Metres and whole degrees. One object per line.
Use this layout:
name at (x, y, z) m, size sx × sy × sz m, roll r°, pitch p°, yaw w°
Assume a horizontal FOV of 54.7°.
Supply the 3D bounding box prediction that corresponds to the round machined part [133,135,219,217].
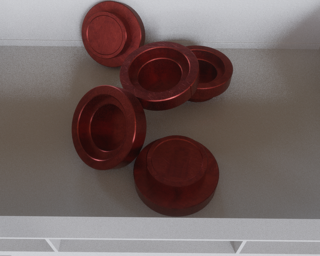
round machined part at (0.019, 0.047, 0.355) m, size 0.099 × 0.042 × 0.098 m, roll 0°, pitch 50°, yaw 0°

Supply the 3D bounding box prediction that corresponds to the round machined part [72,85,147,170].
round machined part at (-0.056, 0.000, 0.370) m, size 0.098 × 0.097 × 0.042 m, roll 40°, pitch 17°, yaw 28°

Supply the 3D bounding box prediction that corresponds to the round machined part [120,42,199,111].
round machined part at (0.001, -0.061, 0.397) m, size 0.099 × 0.042 × 0.098 m, roll -4°, pitch 58°, yaw 6°

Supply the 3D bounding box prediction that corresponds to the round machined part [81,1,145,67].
round machined part at (-0.076, -0.141, 0.471) m, size 0.098 × 0.097 × 0.042 m, roll 14°, pitch 21°, yaw 11°

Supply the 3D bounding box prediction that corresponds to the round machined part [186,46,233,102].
round machined part at (0.055, -0.076, 0.459) m, size 0.099 × 0.042 × 0.098 m, roll 0°, pitch 50°, yaw 0°
